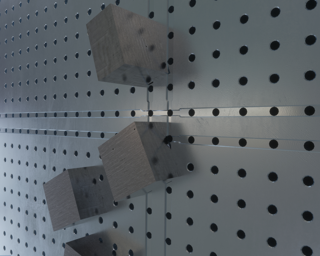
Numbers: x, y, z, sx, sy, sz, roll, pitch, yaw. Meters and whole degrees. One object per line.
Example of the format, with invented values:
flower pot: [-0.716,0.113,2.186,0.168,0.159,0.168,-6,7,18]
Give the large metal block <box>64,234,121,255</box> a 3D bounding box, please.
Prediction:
large metal block: [-0.108,0.227,0.484,0.080,0.050,0.080,16,101,39]

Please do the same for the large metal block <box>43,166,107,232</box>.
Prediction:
large metal block: [-0.142,0.116,0.513,0.080,0.050,0.080,-31,71,36]

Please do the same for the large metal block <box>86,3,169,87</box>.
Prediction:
large metal block: [-0.042,-0.104,0.410,0.050,0.081,0.080,-23,75,38]

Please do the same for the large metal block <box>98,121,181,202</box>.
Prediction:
large metal block: [-0.030,0.045,0.419,0.080,0.050,0.080,-33,70,35]
